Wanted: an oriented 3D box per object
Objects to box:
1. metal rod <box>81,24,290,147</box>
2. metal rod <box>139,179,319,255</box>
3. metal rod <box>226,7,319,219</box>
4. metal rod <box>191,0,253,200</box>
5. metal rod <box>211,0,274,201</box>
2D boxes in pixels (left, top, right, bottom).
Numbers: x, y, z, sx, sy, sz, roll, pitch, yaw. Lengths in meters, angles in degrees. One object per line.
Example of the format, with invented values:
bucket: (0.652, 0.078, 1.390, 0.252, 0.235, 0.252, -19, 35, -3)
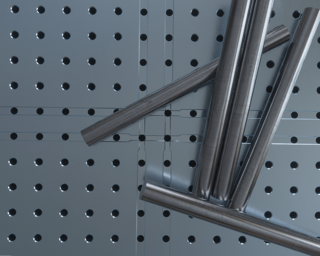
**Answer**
metal rod: (0.034, -0.057, 0.413, 0.301, 0.025, 0.025, -28, 90, -1)
metal rod: (0.119, 0.125, 0.392, 0.302, 0.025, 0.025, 21, 90, -10)
metal rod: (0.150, -0.017, 0.415, 0.025, 0.025, 0.299, 22, 90, -1)
metal rod: (0.078, -0.037, 0.394, 0.025, 0.025, 0.298, 10, 98, -1)
metal rod: (0.108, -0.053, 0.395, 0.025, 0.025, 0.298, 11, 98, -1)
